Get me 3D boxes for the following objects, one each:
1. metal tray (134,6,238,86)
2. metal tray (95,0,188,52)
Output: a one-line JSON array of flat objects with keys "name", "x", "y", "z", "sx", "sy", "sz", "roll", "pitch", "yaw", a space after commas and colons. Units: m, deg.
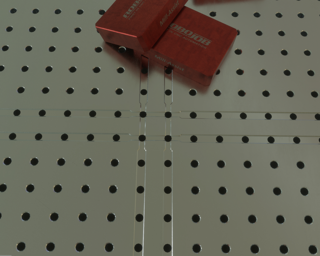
[{"name": "metal tray", "x": 0.035, "y": -0.130, "z": 0.457, "sx": 0.130, "sy": 0.030, "sz": 0.090, "roll": 28, "pitch": 72, "yaw": 9}, {"name": "metal tray", "x": -0.022, "y": -0.176, "z": 0.456, "sx": 0.090, "sy": 0.030, "sz": 0.130, "roll": 24, "pitch": 70, "yaw": 31}]
